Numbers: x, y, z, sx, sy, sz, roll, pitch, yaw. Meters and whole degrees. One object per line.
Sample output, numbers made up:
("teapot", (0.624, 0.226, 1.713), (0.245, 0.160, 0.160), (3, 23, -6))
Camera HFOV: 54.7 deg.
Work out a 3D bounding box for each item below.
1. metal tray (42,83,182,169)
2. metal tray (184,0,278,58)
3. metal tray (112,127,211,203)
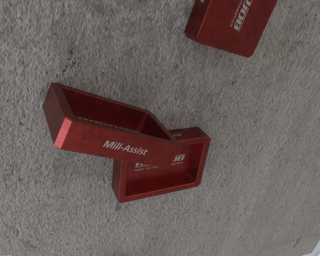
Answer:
("metal tray", (-0.051, -0.002, 0.335), (0.131, 0.090, 0.030), (15, 111, -35))
("metal tray", (0.093, -0.155, 0.358), (0.091, 0.030, 0.129), (6, 115, -31))
("metal tray", (0.002, 0.050, 0.435), (0.131, 0.030, 0.089), (-7, 121, -25))
